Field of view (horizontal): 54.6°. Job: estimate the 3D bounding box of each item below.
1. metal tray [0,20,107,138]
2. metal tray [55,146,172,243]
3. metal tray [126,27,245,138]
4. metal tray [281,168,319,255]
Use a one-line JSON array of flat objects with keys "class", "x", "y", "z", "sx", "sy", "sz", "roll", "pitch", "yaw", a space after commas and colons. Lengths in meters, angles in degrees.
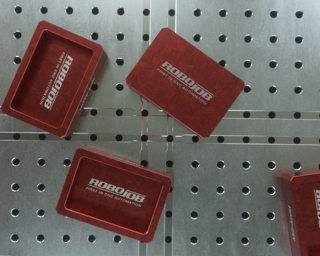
[{"class": "metal tray", "x": -0.138, "y": -0.062, "z": 0.409, "sx": 0.090, "sy": 0.030, "sz": 0.130, "roll": 24, "pitch": 90, "yaw": 0}, {"class": "metal tray", "x": -0.059, "y": 0.086, "z": 0.410, "sx": 0.131, "sy": 0.030, "sz": 0.090, "roll": 19, "pitch": 90, "yaw": 0}, {"class": "metal tray", "x": 0.033, "y": -0.058, "z": 0.411, "sx": 0.130, "sy": 0.030, "sz": 0.090, "roll": 36, "pitch": 90, "yaw": 0}, {"class": "metal tray", "x": 0.220, "y": 0.120, "z": 0.412, "sx": 0.090, "sy": 0.030, "sz": 0.129, "roll": -8, "pitch": 90, "yaw": 0}]
